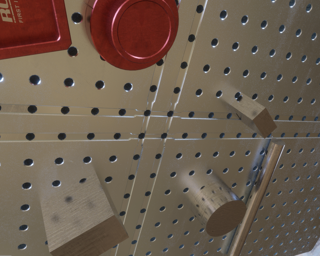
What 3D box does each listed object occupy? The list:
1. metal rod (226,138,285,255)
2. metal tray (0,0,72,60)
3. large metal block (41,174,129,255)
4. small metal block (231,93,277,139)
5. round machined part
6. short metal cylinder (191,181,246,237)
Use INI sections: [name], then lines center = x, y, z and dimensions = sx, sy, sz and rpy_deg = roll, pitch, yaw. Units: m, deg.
[metal rod]
center = 0.180, 0.154, 0.605
dimensions = 0.025, 0.025, 0.298
rpy_deg = -4, 120, -27
[metal tray]
center = -0.132, -0.126, 0.257
dimensions = 0.091, 0.030, 0.129
rpy_deg = -15, 125, -20
[large metal block]
center = -0.097, 0.118, 0.396
dimensions = 0.080, 0.080, 0.050
rpy_deg = -29, 128, -10
[small metal block]
center = 0.139, -0.018, 0.460
dimensions = 0.025, 0.050, 0.050
rpy_deg = -44, 129, 2
[round machined part]
center = -0.024, -0.106, 0.322
dimensions = 0.099, 0.042, 0.097
rpy_deg = -14, 124, -21
[short metal cylinder]
center = 0.101, 0.140, 0.537
dimensions = 0.081, 0.050, 0.079
rpy_deg = -14, 124, -21
